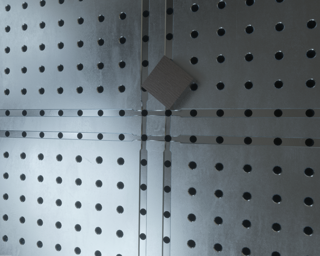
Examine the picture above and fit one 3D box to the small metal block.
[{"bbox_3d":[0.013,-0.059,0.407,0.050,0.025,0.050,42,103,15],"label":"small metal block"}]
